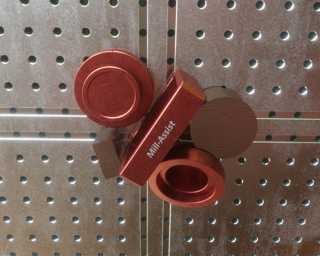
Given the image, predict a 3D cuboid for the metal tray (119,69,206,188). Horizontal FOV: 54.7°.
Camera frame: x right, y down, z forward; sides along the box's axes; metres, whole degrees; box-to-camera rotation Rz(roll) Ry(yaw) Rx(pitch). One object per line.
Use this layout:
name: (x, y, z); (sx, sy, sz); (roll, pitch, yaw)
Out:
metal tray: (0.001, -0.003, 0.373); (0.030, 0.090, 0.129); (31, 107, -11)

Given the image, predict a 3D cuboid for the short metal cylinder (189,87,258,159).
short metal cylinder: (0.076, -0.007, 0.394); (0.081, 0.050, 0.079); (0, 110, 0)

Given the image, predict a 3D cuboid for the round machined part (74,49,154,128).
round machined part: (-0.057, -0.045, 0.382); (0.099, 0.042, 0.097); (0, 110, 0)

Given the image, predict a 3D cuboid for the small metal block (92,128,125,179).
small metal block: (-0.064, 0.031, 0.406); (0.025, 0.050, 0.050); (-14, 110, 5)

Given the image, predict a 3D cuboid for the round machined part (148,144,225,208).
round machined part: (0.037, 0.059, 0.410); (0.098, 0.042, 0.097); (7, 132, 8)
